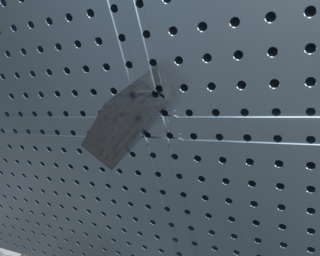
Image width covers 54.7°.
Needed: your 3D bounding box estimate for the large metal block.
[{"bbox_3d":[-0.044,-0.006,0.394,0.050,0.080,0.080,39,129,1],"label":"large metal block"}]
